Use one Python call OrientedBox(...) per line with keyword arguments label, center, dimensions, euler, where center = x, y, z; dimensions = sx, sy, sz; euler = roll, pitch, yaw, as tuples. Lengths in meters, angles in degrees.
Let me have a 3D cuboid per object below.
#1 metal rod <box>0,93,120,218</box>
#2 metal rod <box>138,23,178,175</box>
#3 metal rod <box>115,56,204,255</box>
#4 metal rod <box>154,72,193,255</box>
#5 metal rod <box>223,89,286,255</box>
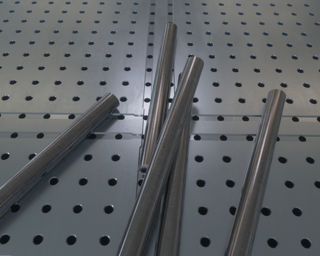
OrientedBox(label="metal rod", center=(-0.152, 0.055, 0.360), dimensions=(0.025, 0.025, 0.301), euler=(27, 55, 21))
OrientedBox(label="metal rod", center=(0.003, -0.064, 0.461), dimensions=(0.025, 0.025, 0.300), euler=(5, 50, 4))
OrientedBox(label="metal rod", center=(0.006, 0.028, 0.356), dimensions=(0.025, 0.025, 0.300), euler=(13, 57, 11))
OrientedBox(label="metal rod", center=(0.021, 0.037, 0.376), dimensions=(0.025, 0.025, 0.300), euler=(6, 50, 5))
OrientedBox(label="metal rod", center=(0.111, 0.060, 0.357), dimensions=(0.025, 0.025, 0.301), euler=(18, 52, 14))
